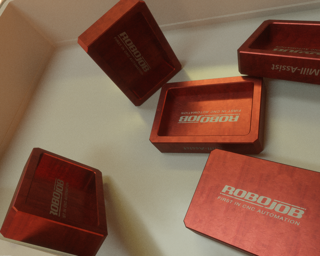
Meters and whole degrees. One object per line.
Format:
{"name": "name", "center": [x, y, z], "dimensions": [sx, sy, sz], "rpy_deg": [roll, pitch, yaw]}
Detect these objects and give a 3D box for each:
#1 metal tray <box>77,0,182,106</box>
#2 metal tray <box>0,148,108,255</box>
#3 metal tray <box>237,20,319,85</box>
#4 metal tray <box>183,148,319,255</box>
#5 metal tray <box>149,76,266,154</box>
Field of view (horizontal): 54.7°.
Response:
{"name": "metal tray", "center": [-0.034, -0.097, 0.414], "dimensions": [0.090, 0.130, 0.030], "rpy_deg": [-42, 51, 0]}
{"name": "metal tray", "center": [-0.108, 0.075, 0.339], "dimensions": [0.030, 0.090, 0.130], "rpy_deg": [-60, 22, 13]}
{"name": "metal tray", "center": [0.166, -0.088, 0.348], "dimensions": [0.130, 0.030, 0.090], "rpy_deg": [16, 47, 34]}
{"name": "metal tray", "center": [0.099, 0.078, 0.302], "dimensions": [0.130, 0.030, 0.090], "rpy_deg": [12, 68, 33]}
{"name": "metal tray", "center": [0.059, -0.015, 0.380], "dimensions": [0.130, 0.030, 0.090], "rpy_deg": [-1, 61, 27]}
